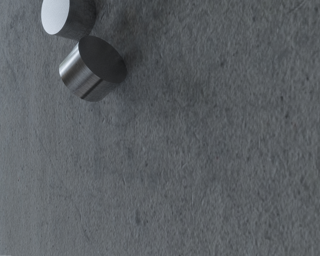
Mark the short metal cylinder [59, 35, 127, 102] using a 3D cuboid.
[{"bbox_3d":[-0.095,-0.084,0.445,0.050,0.081,0.080,-35,69,34],"label":"short metal cylinder"}]

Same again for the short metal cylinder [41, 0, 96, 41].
[{"bbox_3d":[-0.151,-0.189,0.510,0.080,0.050,0.079,0,90,39],"label":"short metal cylinder"}]
